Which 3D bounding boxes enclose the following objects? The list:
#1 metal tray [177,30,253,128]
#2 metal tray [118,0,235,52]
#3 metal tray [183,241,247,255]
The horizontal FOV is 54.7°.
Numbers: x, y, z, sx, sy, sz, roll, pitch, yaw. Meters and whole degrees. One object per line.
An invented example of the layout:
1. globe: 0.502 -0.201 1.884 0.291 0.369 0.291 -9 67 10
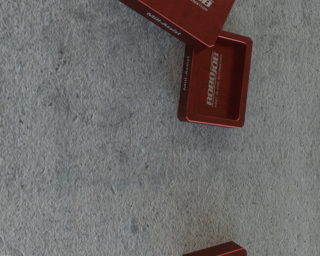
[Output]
1. metal tray: 0.078 -0.069 0.434 0.091 0.030 0.129 7 88 -20
2. metal tray: 0.024 -0.166 0.382 0.131 0.030 0.090 28 81 -18
3. metal tray: 0.082 0.237 0.437 0.091 0.030 0.129 -7 93 -20
